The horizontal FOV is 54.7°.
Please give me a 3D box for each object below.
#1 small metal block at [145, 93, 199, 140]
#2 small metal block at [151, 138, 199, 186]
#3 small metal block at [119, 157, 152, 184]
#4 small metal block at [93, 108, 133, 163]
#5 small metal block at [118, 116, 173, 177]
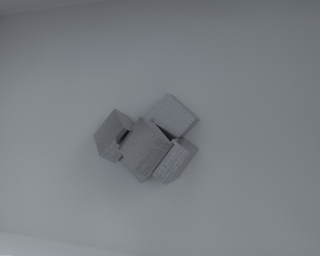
[{"bbox_3d":[0.014,-0.010,0.403,0.050,0.025,0.050,44,103,14],"label":"small metal block"},{"bbox_3d":[0.019,0.040,0.388,0.025,0.050,0.050,37,102,16],"label":"small metal block"},{"bbox_3d":[-0.022,0.037,0.416,0.050,0.025,0.050,44,103,14],"label":"small metal block"},{"bbox_3d":[-0.060,0.010,0.416,0.050,0.025,0.050,-49,37,13],"label":"small metal block"},{"bbox_3d":[-0.019,0.022,0.375,0.050,0.025,0.050,-54,41,12],"label":"small metal block"}]
